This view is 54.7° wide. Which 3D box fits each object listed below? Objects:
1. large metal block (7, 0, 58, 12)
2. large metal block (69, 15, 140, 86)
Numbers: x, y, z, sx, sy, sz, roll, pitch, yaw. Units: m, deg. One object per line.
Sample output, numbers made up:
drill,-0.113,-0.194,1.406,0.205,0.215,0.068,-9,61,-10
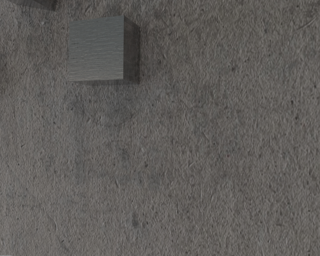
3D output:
large metal block,-0.206,-0.215,0.453,0.080,0.080,0.050,17,96,19
large metal block,-0.075,-0.101,0.422,0.080,0.050,0.080,1,90,20
